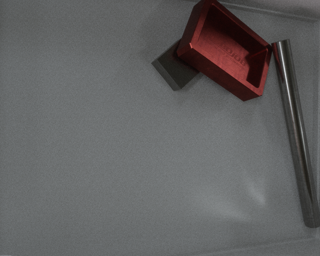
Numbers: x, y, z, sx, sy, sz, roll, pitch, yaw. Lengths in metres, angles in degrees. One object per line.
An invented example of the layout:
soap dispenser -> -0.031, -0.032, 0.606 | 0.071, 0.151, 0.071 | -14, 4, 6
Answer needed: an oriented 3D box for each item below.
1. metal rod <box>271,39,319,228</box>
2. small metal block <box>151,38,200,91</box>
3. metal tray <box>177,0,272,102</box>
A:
metal rod -> 0.211, 0.016, 0.474 | 0.025, 0.025, 0.298 | -20, 103, -19
small metal block -> 0.025, -0.086, 0.421 | 0.050, 0.025, 0.050 | -44, 104, -15
metal tray -> 0.093, -0.106, 0.426 | 0.131, 0.030, 0.090 | 29, 67, -23
